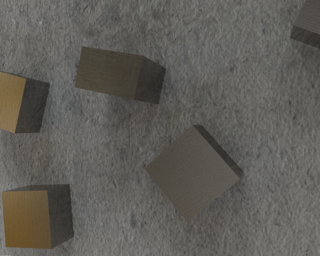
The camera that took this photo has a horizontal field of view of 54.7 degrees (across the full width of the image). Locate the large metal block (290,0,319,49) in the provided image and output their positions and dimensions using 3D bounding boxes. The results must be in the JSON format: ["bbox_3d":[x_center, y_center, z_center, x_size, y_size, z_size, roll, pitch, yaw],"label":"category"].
[{"bbox_3d":[0.197,-0.124,0.326,0.080,0.050,0.080,28,99,17],"label":"large metal block"}]

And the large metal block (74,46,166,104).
[{"bbox_3d":[-0.047,-0.065,0.395,0.080,0.080,0.050,13,95,19],"label":"large metal block"}]

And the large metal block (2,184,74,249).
[{"bbox_3d":[-0.180,0.128,0.457,0.080,0.050,0.080,-6,88,19],"label":"large metal block"}]

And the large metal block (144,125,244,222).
[{"bbox_3d":[0.043,0.052,0.380,0.080,0.050,0.080,-43,77,14],"label":"large metal block"}]

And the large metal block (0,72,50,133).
[{"bbox_3d":[-0.225,-0.041,0.473,0.080,0.050,0.079,16,95,19],"label":"large metal block"}]
